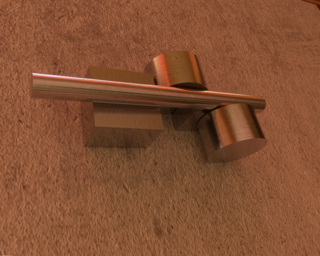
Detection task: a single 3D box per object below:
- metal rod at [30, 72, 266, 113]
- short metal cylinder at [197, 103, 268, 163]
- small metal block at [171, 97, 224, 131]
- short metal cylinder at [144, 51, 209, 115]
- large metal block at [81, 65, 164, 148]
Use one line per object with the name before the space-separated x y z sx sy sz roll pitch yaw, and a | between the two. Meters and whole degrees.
metal rod | 0.009 -0.037 0.369 0.303 0.025 0.025 2 61 -29
short metal cylinder | 0.096 0.009 0.418 0.081 0.080 0.050 0 62 -29
small metal block | 0.051 -0.018 0.428 0.050 0.050 0.025 1 62 -28
short metal cylinder | 0.022 -0.059 0.420 0.081 0.080 0.050 2 61 -28
large metal block | -0.049 -0.023 0.374 0.081 0.050 0.080 3 60 -27
